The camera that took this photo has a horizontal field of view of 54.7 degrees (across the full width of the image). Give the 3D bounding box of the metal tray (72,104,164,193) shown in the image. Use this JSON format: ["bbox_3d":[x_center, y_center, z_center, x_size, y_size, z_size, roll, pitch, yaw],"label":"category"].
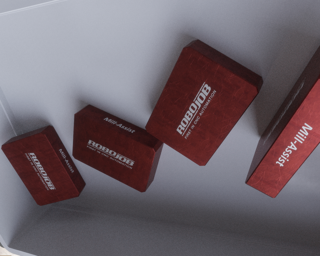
[{"bbox_3d":[-0.066,0.031,0.459,0.130,0.030,0.089,24,127,13],"label":"metal tray"}]

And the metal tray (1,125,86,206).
[{"bbox_3d":[-0.199,0.068,0.537,0.090,0.030,0.129,-17,111,17],"label":"metal tray"}]

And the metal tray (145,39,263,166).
[{"bbox_3d":[0.046,-0.025,0.366,0.090,0.030,0.129,33,129,6],"label":"metal tray"}]

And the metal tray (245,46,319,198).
[{"bbox_3d":[0.130,-0.006,0.293,0.030,0.090,0.129,28,128,11],"label":"metal tray"}]
